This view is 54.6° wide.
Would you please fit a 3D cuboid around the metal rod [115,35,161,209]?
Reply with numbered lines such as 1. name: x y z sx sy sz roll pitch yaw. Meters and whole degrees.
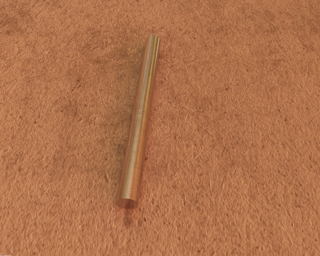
1. metal rod: -0.023 -0.033 0.430 0.025 0.025 0.300 4 50 3
